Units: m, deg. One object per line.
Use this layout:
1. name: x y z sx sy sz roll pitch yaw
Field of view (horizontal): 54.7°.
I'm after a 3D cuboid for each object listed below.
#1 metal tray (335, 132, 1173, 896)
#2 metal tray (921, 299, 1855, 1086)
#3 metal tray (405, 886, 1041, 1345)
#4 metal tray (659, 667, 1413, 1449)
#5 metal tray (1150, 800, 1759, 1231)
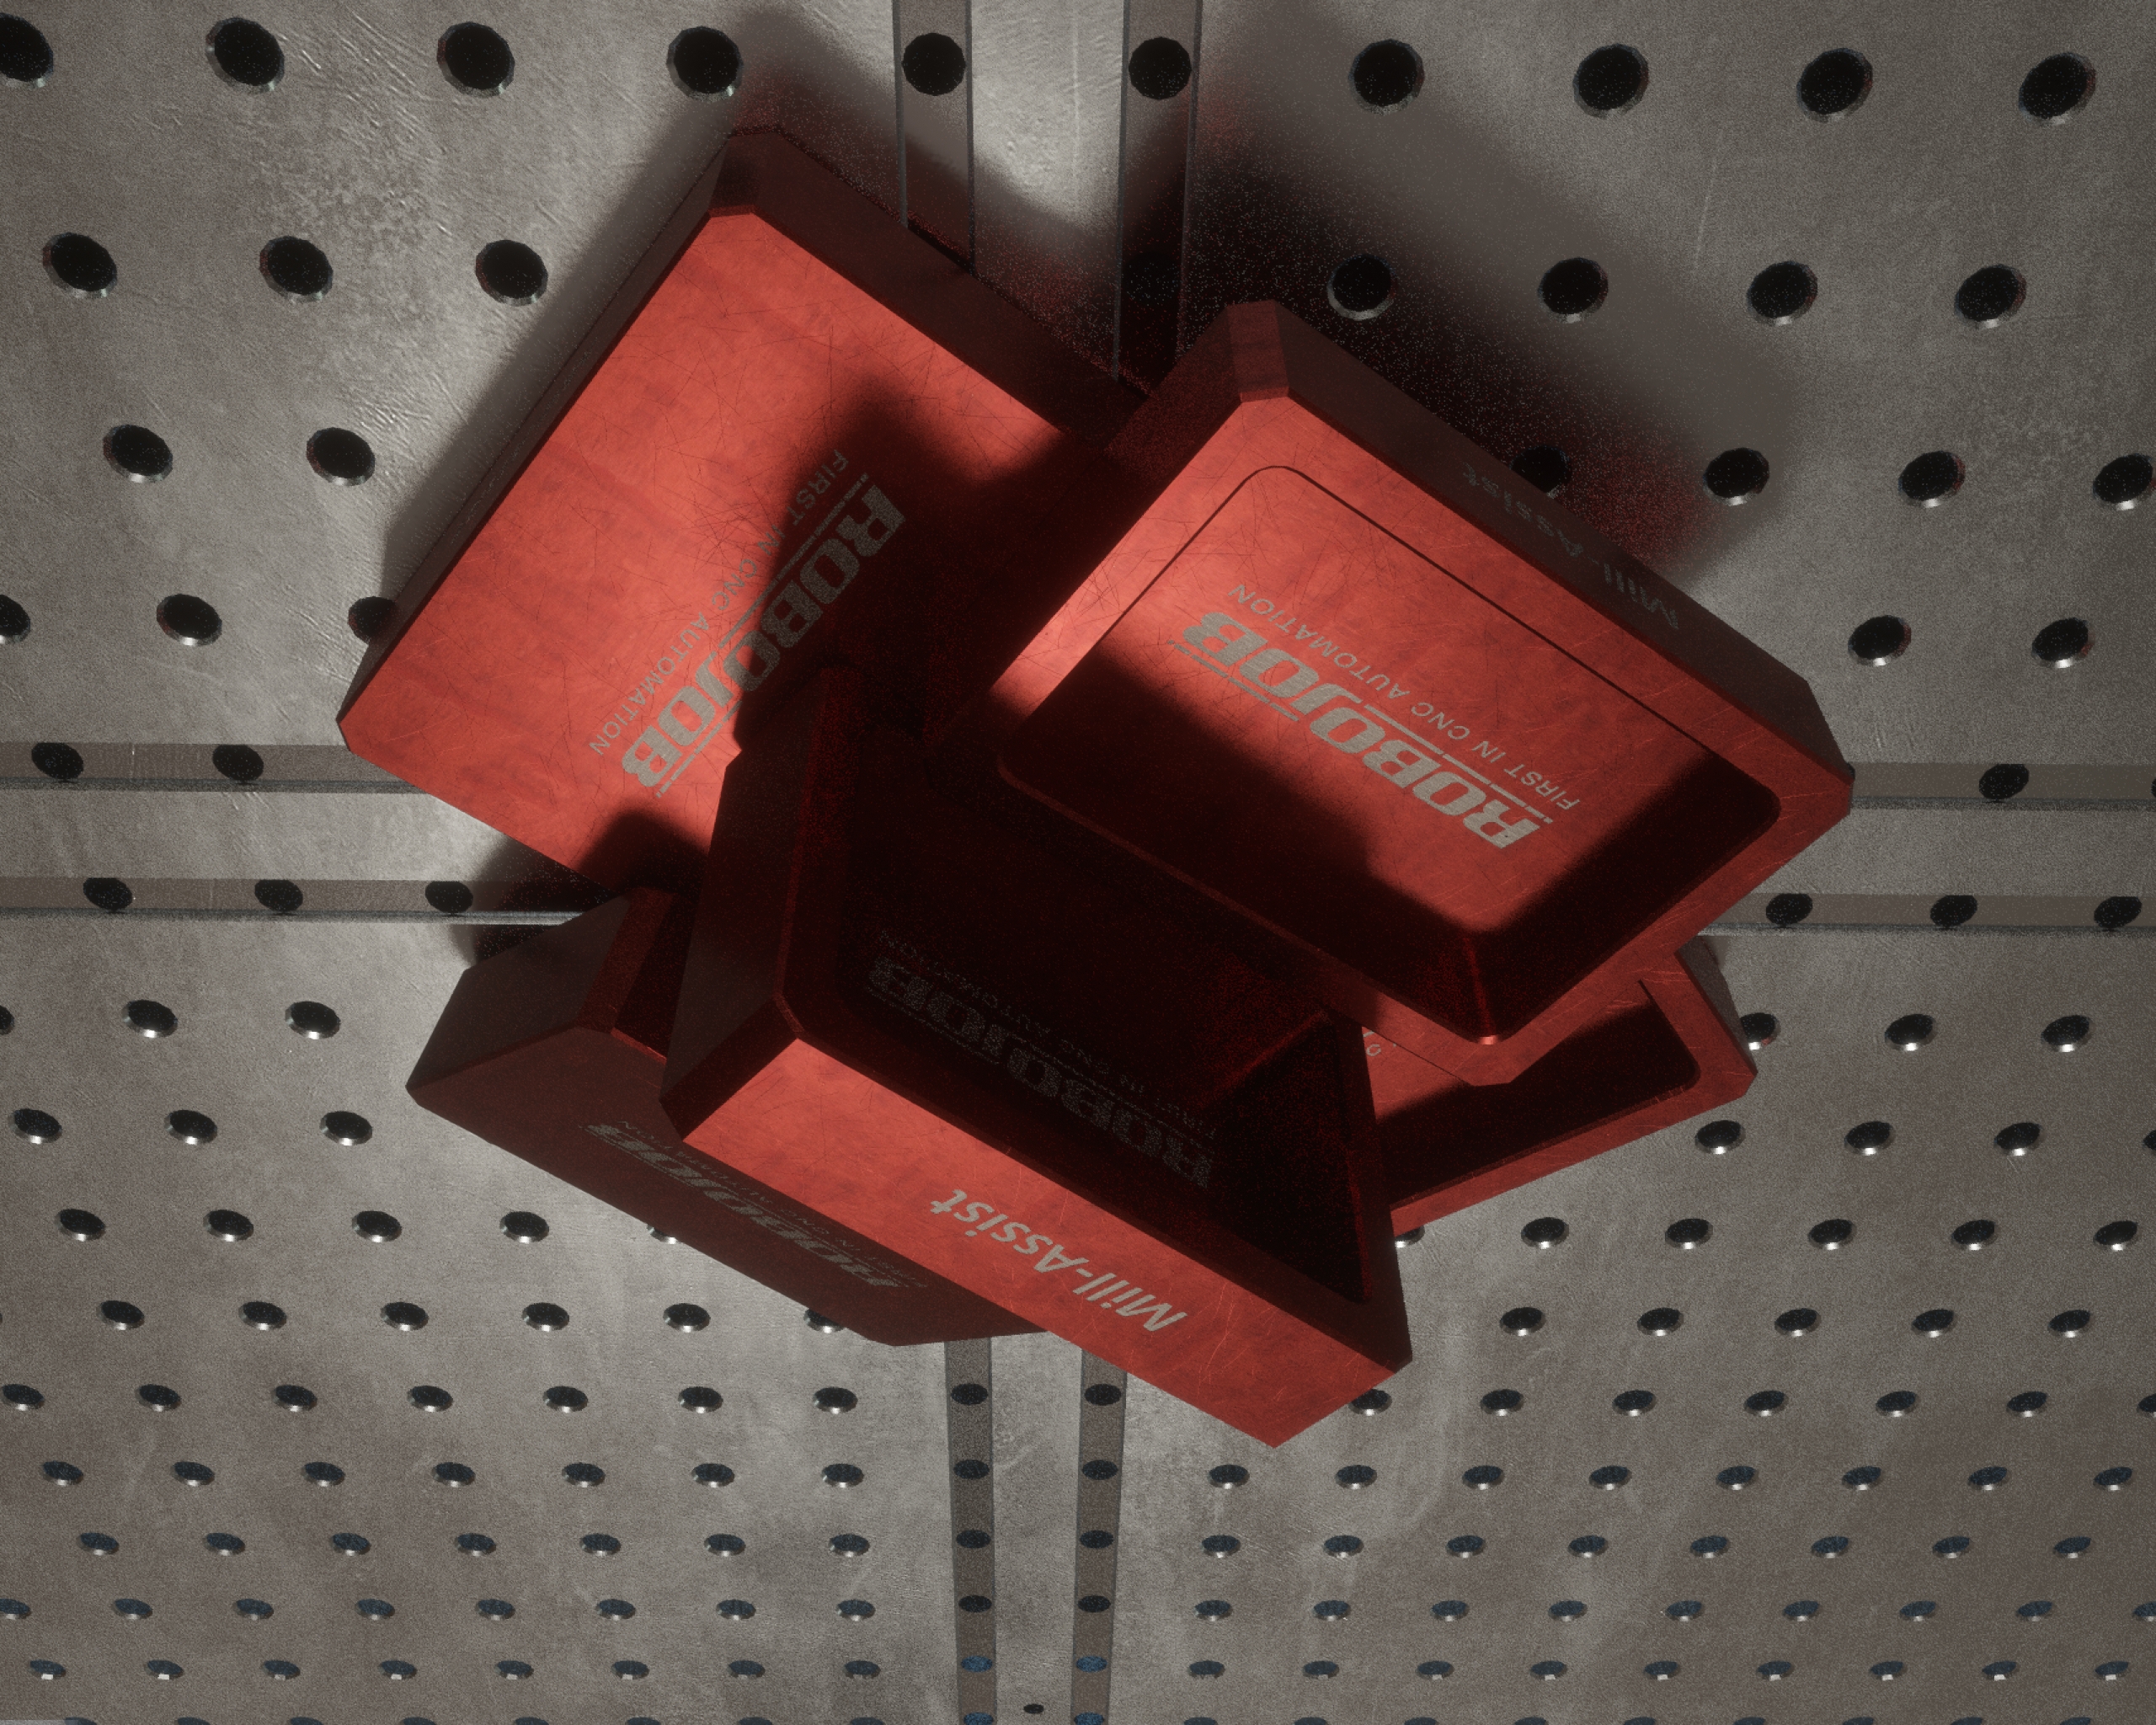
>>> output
1. metal tray: -0.057 -0.048 0.365 0.090 0.030 0.129 32 123 -25
2. metal tray: 0.051 -0.022 0.351 0.131 0.030 0.090 29 124 -23
3. metal tray: -0.061 0.058 0.433 0.130 0.030 0.090 35 147 -26
4. metal tray: -0.003 0.033 0.357 0.130 0.090 0.030 33 122 -25
5. metal tray: 0.063 0.036 0.438 0.130 0.030 0.090 -27 126 20
